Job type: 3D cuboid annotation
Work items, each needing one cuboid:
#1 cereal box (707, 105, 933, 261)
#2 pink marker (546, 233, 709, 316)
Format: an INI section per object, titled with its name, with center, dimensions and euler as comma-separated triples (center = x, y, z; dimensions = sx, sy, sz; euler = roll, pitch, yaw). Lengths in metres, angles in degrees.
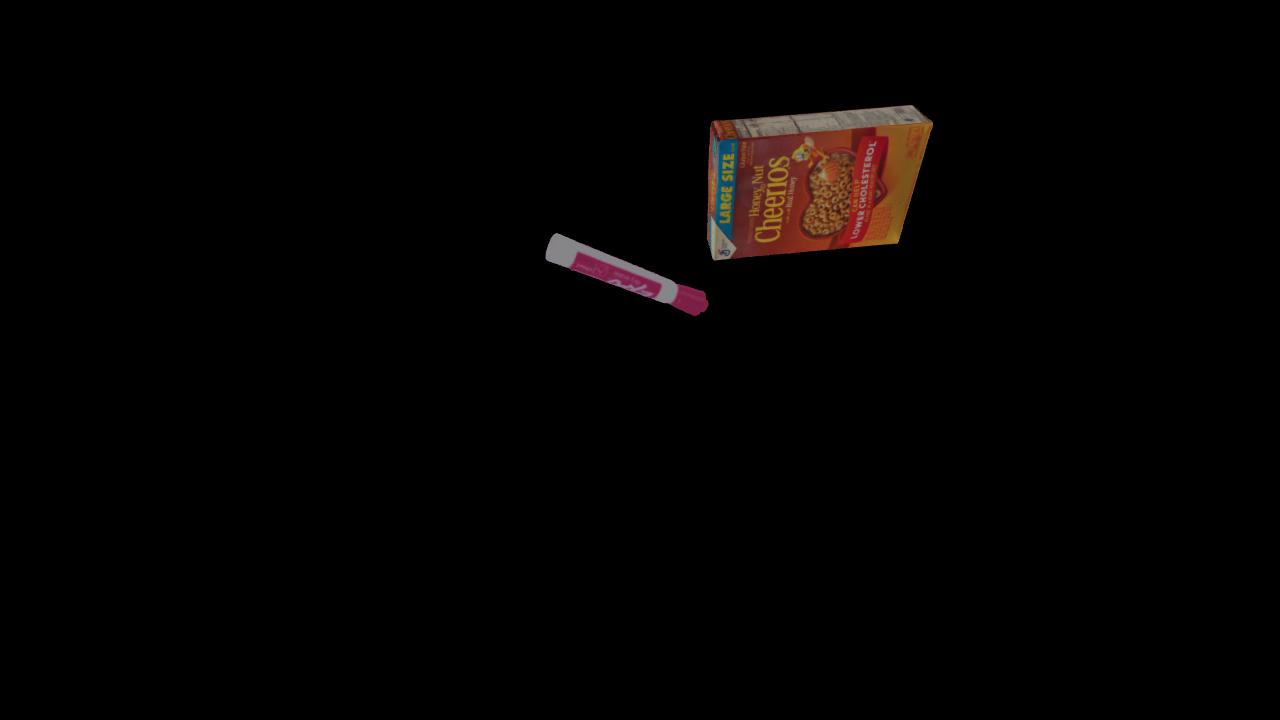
[cereal box]
center = 0.256, -0.263, 0.933
dimensions = 0.306, 0.203, 0.081
euler = -6, 44, -3
[pink marker]
center = -0.005, -0.056, 0.419
dimensions = 0.121, 0.020, 0.020
euler = 18, -8, -24
